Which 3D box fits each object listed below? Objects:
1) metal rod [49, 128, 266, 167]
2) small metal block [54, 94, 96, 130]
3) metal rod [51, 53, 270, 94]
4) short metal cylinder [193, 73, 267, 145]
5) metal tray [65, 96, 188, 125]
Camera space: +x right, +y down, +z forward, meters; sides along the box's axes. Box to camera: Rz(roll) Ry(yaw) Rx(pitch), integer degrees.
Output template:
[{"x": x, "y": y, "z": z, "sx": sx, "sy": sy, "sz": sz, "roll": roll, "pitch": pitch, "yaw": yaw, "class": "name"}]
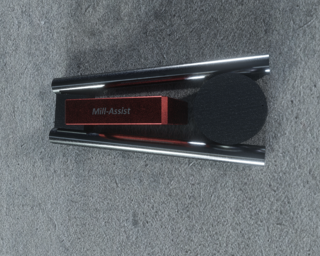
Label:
[{"x": -0.017, "y": 0.022, "z": 0.416, "sx": 0.301, "sy": 0.025, "sz": 0.025, "roll": 5, "pitch": 92, "yaw": 19, "class": "metal rod"}, {"x": -0.125, "y": -0.023, "z": 0.455, "sx": 0.050, "sy": 0.025, "sz": 0.050, "roll": 5, "pitch": 92, "yaw": 19, "class": "small metal block"}, {"x": -0.013, "y": -0.069, "z": 0.415, "sx": 0.301, "sy": 0.025, "sz": 0.025, "roll": -3, "pitch": 89, "yaw": 19, "class": "metal rod"}, {"x": 0.085, "y": -0.021, "z": 0.366, "sx": 0.080, "sy": 0.050, "sz": 0.079, "roll": 0, "pitch": 90, "yaw": 20, "class": "short metal cylinder"}, {"x": -0.039, "y": -0.019, "z": 0.388, "sx": 0.130, "sy": 0.090, "sz": 0.030, "roll": 0, "pitch": 90, "yaw": 20, "class": "metal tray"}]
